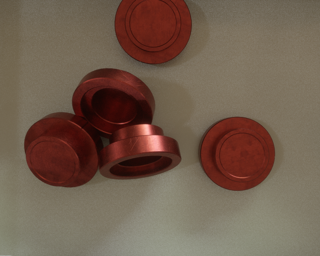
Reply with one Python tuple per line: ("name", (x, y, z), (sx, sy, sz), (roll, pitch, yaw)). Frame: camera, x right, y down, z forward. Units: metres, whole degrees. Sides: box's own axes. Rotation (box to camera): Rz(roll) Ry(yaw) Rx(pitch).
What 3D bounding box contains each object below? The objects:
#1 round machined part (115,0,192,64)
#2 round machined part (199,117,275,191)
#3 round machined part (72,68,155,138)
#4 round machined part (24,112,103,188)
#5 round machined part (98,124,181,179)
("round machined part", (-0.009, -0.130, 0.393), (0.099, 0.042, 0.097), (0, 102, -1))
("round machined part", (0.102, 0.034, 0.404), (0.099, 0.042, 0.097), (0, 90, -1))
("round machined part", (-0.054, -0.033, 0.385), (0.099, 0.042, 0.097), (6, 134, 6))
("round machined part", (-0.123, 0.033, 0.383), (0.098, 0.042, 0.097), (4, 113, 9))
("round machined part", (-0.026, 0.028, 0.379), (0.099, 0.098, 0.042), (-11, 66, 0))
